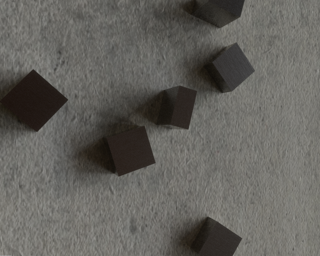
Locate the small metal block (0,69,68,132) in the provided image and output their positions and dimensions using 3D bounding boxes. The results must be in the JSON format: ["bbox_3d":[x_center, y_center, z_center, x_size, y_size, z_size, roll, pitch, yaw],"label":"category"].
[{"bbox_3d":[-0.143,-0.031,0.356,0.050,0.025,0.050,44,76,-15],"label":"small metal block"}]

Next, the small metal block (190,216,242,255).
[{"bbox_3d":[0.080,0.163,0.440,0.050,0.025,0.050,37,78,-17],"label":"small metal block"}]

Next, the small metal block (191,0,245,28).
[{"bbox_3d":[0.078,-0.166,0.426,0.050,0.050,0.025,17,85,-20],"label":"small metal block"}]

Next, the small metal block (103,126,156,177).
[{"bbox_3d":[-0.039,0.028,0.395,0.050,0.025,0.050,-18,96,-20],"label":"small metal block"}]

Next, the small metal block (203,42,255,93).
[{"bbox_3d":[0.100,-0.086,0.447,0.050,0.025,0.050,-41,103,-16],"label":"small metal block"}]

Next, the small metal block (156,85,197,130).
[{"bbox_3d":[0.021,-0.025,0.405,0.025,0.050,0.050,15,85,-20],"label":"small metal block"}]
